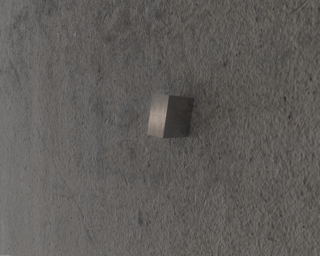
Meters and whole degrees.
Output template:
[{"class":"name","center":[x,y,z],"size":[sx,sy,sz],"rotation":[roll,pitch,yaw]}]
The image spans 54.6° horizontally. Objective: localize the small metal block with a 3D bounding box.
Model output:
[{"class":"small metal block","center":[0.014,-0.015,0.378],"size":[0.025,0.050,0.050],"rotation":[13,99,39]}]
